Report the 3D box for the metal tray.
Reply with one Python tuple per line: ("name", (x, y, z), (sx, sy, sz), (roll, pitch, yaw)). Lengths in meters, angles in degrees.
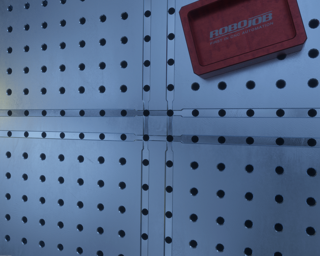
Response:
("metal tray", (0.097, -0.121, 0.375), (0.130, 0.030, 0.090), (-14, 85, 19))
